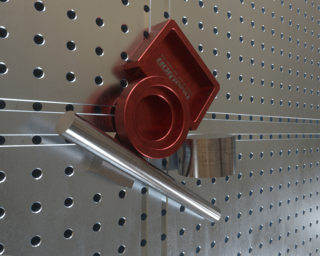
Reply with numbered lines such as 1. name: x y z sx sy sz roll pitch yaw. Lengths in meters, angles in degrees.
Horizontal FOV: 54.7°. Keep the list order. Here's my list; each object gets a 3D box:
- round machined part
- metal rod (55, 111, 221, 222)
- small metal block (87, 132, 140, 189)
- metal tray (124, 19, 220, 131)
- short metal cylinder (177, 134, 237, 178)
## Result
1. round machined part: -0.013 -0.012 0.379 0.099 0.042 0.097 0 90 -38
2. metal rod: -0.001 0.065 0.384 0.301 0.025 0.025 39 66 -43
3. small metal block: -0.050 0.039 0.369 0.050 0.025 0.050 35 68 -35
4. metal tray: 0.023 -0.069 0.426 0.130 0.030 0.090 47 61 -30
5. short metal cylinder: 0.064 0.036 0.428 0.081 0.080 0.050 -5 94 -40
